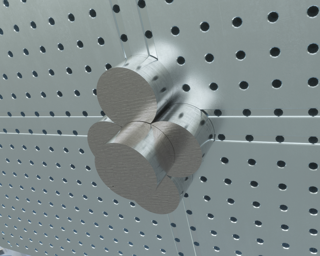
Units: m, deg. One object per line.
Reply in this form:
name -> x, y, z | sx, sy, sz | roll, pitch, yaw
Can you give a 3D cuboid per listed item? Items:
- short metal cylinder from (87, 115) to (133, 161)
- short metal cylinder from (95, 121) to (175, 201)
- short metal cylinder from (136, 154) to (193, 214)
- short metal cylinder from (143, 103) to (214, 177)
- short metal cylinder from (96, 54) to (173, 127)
short metal cylinder -> -0.053, 0.014, 0.432 | 0.080, 0.050, 0.079 | 13, 124, 21
short metal cylinder -> -0.029, 0.039, 0.369 | 0.080, 0.050, 0.079 | 13, 124, 21
short metal cylinder -> 0.000, 0.075, 0.441 | 0.080, 0.050, 0.079 | 12, 122, 21
short metal cylinder -> 0.023, 0.015, 0.392 | 0.080, 0.050, 0.079 | 13, 124, 21
short metal cylinder -> -0.030, -0.045, 0.383 | 0.080, 0.050, 0.079 | 13, 124, 20
